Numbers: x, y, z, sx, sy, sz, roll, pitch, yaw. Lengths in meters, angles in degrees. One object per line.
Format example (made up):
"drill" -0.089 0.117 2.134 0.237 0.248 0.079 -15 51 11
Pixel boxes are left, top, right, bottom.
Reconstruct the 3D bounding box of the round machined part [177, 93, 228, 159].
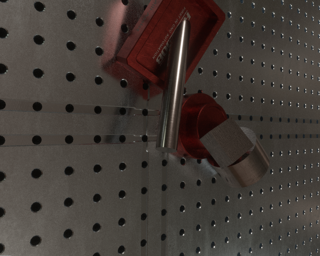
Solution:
"round machined part" 0.063 -0.003 0.453 0.099 0.042 0.097 0 90 -40

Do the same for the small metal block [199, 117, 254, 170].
"small metal block" 0.091 0.020 0.419 0.050 0.025 0.050 -31 80 -36

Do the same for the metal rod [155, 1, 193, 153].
"metal rod" 0.026 -0.116 0.403 0.025 0.025 0.299 22 67 -38

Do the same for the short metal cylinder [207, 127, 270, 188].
"short metal cylinder" 0.119 0.044 0.476 0.050 0.080 0.080 52 60 -29

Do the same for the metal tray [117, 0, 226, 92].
"metal tray" 0.017 -0.116 0.394 0.090 0.030 0.130 32 90 -36
